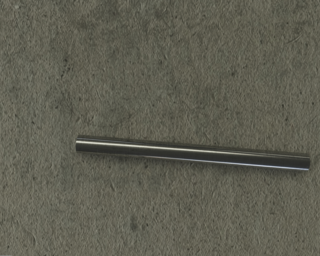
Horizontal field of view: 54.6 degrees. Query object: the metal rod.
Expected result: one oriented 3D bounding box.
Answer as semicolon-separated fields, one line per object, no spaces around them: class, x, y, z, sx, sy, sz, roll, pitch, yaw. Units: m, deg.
metal rod;0.043;0.033;0.410;0.302;0.025;0.025;5;90;0
